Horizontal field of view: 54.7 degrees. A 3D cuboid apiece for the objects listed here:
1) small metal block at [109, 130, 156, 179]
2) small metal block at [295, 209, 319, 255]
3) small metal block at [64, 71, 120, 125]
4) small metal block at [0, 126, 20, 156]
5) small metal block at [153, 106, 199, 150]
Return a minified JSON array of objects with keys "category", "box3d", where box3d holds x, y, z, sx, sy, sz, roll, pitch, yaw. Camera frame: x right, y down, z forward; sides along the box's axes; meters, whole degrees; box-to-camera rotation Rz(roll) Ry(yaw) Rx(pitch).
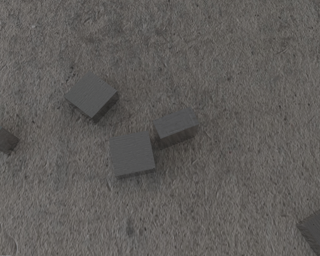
[{"category":"small metal block","box3d":[-0.035,0.035,0.395,0.050,0.025,0.050,-11,70,-4]},{"category":"small metal block","box3d":[0.200,0.123,0.364,0.050,0.025,0.050,-28,73,-10]},{"category":"small metal block","box3d":[-0.092,-0.042,0.422,0.050,0.025,0.050,36,74,12]},{"category":"small metal block","box3d":[-0.215,0.007,0.391,0.050,0.050,0.025,26,72,9]},{"category":"small metal block","box3d":[0.019,0.002,0.394,0.050,0.050,0.025,-21,72,-7]}]
